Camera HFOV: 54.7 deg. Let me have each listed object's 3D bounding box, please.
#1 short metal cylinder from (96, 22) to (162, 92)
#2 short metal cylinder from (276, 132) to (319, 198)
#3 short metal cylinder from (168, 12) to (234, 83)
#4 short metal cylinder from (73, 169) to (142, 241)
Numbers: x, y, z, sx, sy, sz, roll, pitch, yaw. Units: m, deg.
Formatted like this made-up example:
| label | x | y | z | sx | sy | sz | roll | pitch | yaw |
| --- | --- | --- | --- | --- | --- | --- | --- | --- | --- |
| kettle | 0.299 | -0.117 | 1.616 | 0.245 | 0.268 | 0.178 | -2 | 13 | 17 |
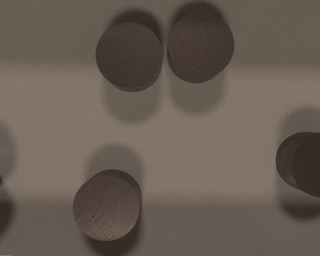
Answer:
| label | x | y | z | sx | sy | sz | roll | pitch | yaw |
| --- | --- | --- | --- | --- | --- | --- | --- | --- | --- |
| short metal cylinder | -0.037 | -0.088 | 0.398 | 0.081 | 0.050 | 0.079 | 0 | 90 | -1 |
| short metal cylinder | 0.200 | 0.045 | 0.402 | 0.081 | 0.050 | 0.079 | 0 | 90 | -1 |
| short metal cylinder | 0.050 | -0.101 | 0.400 | 0.081 | 0.050 | 0.079 | 0 | 90 | -1 |
| short metal cylinder | -0.065 | 0.096 | 0.398 | 0.081 | 0.050 | 0.079 | 0 | 90 | -1 |
